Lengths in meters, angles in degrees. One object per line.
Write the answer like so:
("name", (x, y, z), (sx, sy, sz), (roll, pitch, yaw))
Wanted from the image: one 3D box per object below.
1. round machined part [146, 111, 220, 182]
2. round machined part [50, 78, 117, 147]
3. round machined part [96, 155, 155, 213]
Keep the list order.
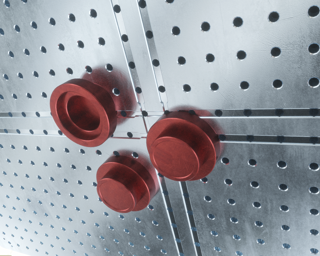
("round machined part", (0.025, 0.031, 0.406), (0.098, 0.042, 0.097), (13, 124, 21))
("round machined part", (-0.103, -0.025, 0.440), (0.098, 0.042, 0.097), (13, 124, 21))
("round machined part", (-0.061, 0.096, 0.492), (0.098, 0.042, 0.097), (13, 124, 21))
